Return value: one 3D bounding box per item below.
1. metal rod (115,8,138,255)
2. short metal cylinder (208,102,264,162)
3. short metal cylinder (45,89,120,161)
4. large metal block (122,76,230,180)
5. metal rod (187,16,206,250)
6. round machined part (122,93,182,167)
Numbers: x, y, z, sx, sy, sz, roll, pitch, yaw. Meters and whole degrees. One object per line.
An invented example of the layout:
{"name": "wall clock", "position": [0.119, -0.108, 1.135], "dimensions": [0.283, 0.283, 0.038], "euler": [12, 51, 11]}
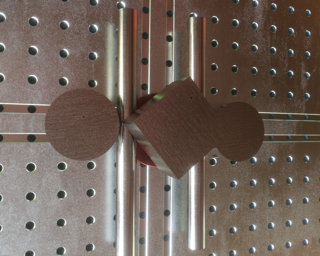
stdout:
{"name": "metal rod", "position": [-0.040, 0.008, 0.375], "dimensions": [0.025, 0.025, 0.298], "euler": [1, 90, -20]}
{"name": "short metal cylinder", "position": [0.097, 0.005, 0.434], "dimensions": [0.081, 0.050, 0.080], "euler": [0, 90, -20]}
{"name": "short metal cylinder", "position": [-0.093, -0.004, 0.365], "dimensions": [0.081, 0.050, 0.080], "euler": [0, 90, -20]}
{"name": "large metal block", "position": [0.017, -0.001, 0.355], "dimensions": [0.080, 0.050, 0.080], "euler": [-40, 103, -16]}
{"name": "metal rod", "position": [0.048, 0.007, 0.408], "dimensions": [0.025, 0.025, 0.298], "euler": [0, 90, -20]}
{"name": "round machined part", "position": [-0.001, 0.003, 0.404], "dimensions": [0.099, 0.042, 0.097], "euler": [0, 90, -20]}
